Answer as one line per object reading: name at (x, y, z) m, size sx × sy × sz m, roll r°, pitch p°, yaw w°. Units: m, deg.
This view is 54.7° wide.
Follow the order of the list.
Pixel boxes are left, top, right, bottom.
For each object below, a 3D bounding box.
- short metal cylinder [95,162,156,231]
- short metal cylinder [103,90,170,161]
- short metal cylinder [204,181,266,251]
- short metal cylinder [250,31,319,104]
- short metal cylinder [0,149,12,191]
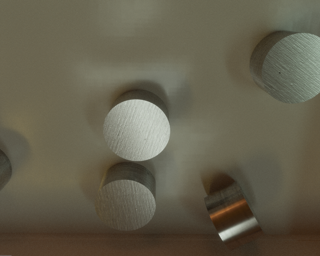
short metal cylinder at (-0.046, 0.094, 0.432) m, size 0.081 × 0.050 × 0.079 m, roll 0°, pitch 110°, yaw -1°
short metal cylinder at (-0.028, -0.005, 0.396) m, size 0.081 × 0.050 × 0.079 m, roll 0°, pitch 110°, yaw -1°
short metal cylinder at (0.103, 0.120, 0.428) m, size 0.050 × 0.080 × 0.080 m, roll -29°, pitch 108°, yaw 10°
short metal cylinder at (0.155, -0.075, 0.373) m, size 0.081 × 0.050 × 0.079 m, roll 0°, pitch 110°, yaw -1°
short metal cylinder at (-0.252, 0.064, 0.418) m, size 0.081 × 0.050 × 0.079 m, roll 0°, pitch 110°, yaw -1°
